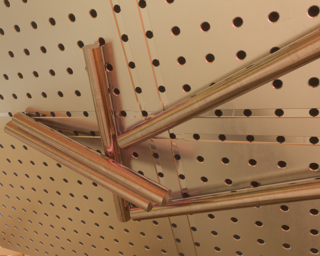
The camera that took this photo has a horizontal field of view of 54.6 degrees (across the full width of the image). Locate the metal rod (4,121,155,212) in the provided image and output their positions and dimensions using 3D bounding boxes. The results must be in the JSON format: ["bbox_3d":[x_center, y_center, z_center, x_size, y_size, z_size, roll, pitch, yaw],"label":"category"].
[{"bbox_3d":[-0.139,0.053,0.494,0.300,0.025,0.025,23,127,23],"label":"metal rod"}]

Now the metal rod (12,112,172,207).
[{"bbox_3d":[-0.117,0.038,0.470,0.300,0.025,0.025,23,127,24],"label":"metal rod"}]

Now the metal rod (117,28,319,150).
[{"bbox_3d":[0.055,-0.033,0.362,0.299,0.025,0.025,-26,104,37],"label":"metal rod"}]

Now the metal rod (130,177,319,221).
[{"bbox_3d":[0.075,0.105,0.436,0.299,0.025,0.025,-18,109,35],"label":"metal rod"}]

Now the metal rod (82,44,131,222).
[{"bbox_3d":[-0.074,0.026,0.466,0.025,0.025,0.298,9,122,24],"label":"metal rod"}]
